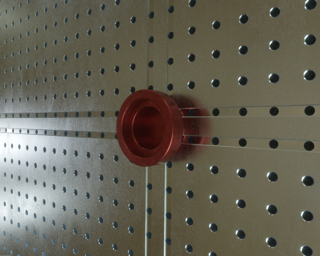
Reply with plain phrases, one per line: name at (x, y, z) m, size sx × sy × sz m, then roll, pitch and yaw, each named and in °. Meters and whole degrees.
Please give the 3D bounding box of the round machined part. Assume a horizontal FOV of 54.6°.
round machined part at (-0.009, 0.000, 0.407) m, size 0.098 × 0.042 × 0.097 m, roll 0°, pitch 90°, yaw 40°
